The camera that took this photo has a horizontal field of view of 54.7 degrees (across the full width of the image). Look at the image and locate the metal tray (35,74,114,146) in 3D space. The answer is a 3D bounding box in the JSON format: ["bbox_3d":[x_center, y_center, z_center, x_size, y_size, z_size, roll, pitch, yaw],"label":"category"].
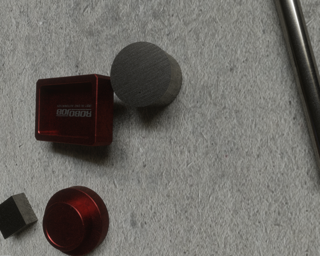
[{"bbox_3d":[-0.122,-0.024,0.428,0.130,0.030,0.089,2,91,36],"label":"metal tray"}]

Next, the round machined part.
[{"bbox_3d":[-0.127,0.135,0.443,0.098,0.042,0.097,0,90,19],"label":"round machined part"}]

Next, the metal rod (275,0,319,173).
[{"bbox_3d":[0.160,-0.088,0.352,0.025,0.025,0.298,-14,85,19],"label":"metal rod"}]

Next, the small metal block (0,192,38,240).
[{"bbox_3d":[-0.229,0.138,0.488,0.050,0.025,0.050,-35,79,16],"label":"small metal block"}]

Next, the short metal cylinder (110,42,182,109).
[{"bbox_3d":[-0.016,-0.066,0.401,0.080,0.050,0.079,0,90,19],"label":"short metal cylinder"}]
